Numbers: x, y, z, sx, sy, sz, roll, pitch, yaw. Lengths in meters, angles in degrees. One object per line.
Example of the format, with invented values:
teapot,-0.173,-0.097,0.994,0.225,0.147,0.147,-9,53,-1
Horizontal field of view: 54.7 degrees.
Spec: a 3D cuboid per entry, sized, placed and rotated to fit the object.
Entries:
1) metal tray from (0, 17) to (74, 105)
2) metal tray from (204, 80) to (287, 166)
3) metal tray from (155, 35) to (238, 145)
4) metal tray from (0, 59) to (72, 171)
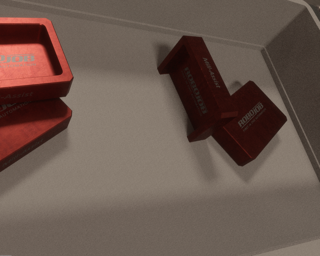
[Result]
metal tray,-0.167,-0.069,0.315,0.131,0.030,0.090,-13,68,-33
metal tray,0.135,-0.012,0.485,0.090,0.030,0.131,49,51,6
metal tray,0.046,-0.053,0.439,0.030,0.090,0.130,-7,67,-35
metal tray,-0.170,-0.008,0.316,0.090,0.030,0.131,46,51,3
